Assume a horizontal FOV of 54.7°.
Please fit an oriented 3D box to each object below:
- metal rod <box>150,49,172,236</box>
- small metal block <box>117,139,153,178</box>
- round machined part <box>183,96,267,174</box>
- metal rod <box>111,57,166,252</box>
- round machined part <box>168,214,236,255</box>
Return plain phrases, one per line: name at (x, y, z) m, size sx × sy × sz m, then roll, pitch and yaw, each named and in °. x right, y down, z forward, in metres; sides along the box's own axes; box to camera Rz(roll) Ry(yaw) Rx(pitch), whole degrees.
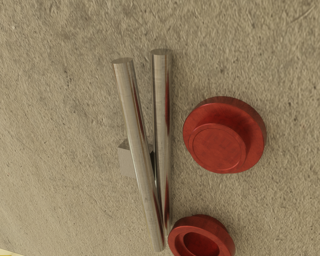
metal rod at (0.003, 0.040, 0.429) m, size 0.025 × 0.025 × 0.298 m, roll 13°, pitch 124°, yaw 21°
small metal block at (-0.032, 0.047, 0.453) m, size 0.050 × 0.025 × 0.050 m, roll 11°, pitch 123°, yaw 22°
round machined part at (0.072, 0.015, 0.367) m, size 0.098 × 0.042 × 0.097 m, roll 13°, pitch 124°, yaw 21°
metal rod at (-0.023, 0.054, 0.420) m, size 0.025 × 0.025 × 0.298 m, roll 5°, pitch 120°, yaw 25°
round machined part at (0.065, 0.170, 0.467) m, size 0.098 × 0.042 × 0.097 m, roll 13°, pitch 124°, yaw 21°
